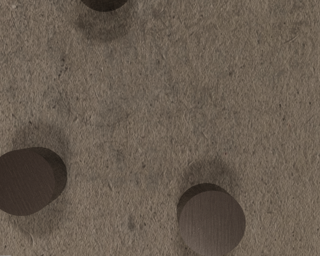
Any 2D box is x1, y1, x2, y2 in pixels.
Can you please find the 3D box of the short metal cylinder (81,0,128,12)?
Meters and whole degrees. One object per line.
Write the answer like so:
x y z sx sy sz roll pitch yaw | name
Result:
-0.076 -0.198 0.396 0.081 0.050 0.079 0 90 -1 | short metal cylinder

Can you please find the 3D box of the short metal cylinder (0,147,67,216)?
-0.166 0.065 0.395 0.081 0.050 0.079 0 90 -1 | short metal cylinder

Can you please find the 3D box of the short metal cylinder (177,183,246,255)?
0.063 0.115 0.398 0.081 0.050 0.079 0 90 -1 | short metal cylinder
